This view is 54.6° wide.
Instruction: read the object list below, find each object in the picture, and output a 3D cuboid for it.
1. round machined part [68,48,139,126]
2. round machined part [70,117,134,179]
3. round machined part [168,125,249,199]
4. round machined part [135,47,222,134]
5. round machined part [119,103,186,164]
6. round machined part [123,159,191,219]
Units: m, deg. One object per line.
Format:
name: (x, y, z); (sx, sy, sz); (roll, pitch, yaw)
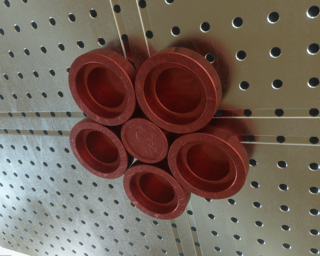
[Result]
round machined part: (-0.065, -0.055, 0.401); (0.098, 0.042, 0.097); (13, 124, 21)
round machined part: (-0.080, 0.024, 0.457); (0.098, 0.042, 0.097); (13, 124, 21)
round machined part: (0.063, 0.038, 0.391); (0.098, 0.042, 0.097); (13, 124, 21)
round machined part: (0.024, -0.046, 0.359); (0.098, 0.042, 0.097); (13, 124, 21)
round machined part: (-0.012, 0.008, 0.412); (0.098, 0.042, 0.097); (13, 124, 21)
round machined part: (-0.001, 0.082, 0.451); (0.098, 0.042, 0.097); (13, 124, 21)
